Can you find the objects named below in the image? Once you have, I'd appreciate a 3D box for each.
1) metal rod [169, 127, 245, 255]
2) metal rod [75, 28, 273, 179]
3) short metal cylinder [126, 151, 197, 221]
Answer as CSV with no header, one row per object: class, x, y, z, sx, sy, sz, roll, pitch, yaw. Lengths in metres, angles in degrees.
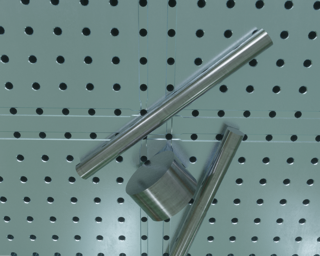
metal rod,0.052,0.136,0.463,0.025,0.025,0.298,18,109,-7
metal rod,0.010,-0.024,0.404,0.300,0.025,0.025,-36,106,12
short metal cylinder,0.002,0.076,0.412,0.080,0.080,0.050,-35,107,12
